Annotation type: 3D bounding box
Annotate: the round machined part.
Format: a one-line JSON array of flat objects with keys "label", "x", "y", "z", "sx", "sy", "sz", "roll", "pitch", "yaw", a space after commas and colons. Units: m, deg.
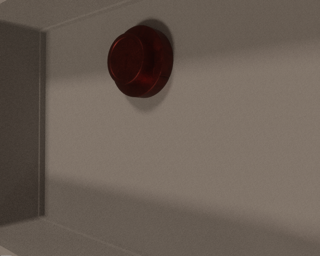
[{"label": "round machined part", "x": -0.034, "y": -0.091, "z": 0.421, "sx": 0.098, "sy": 0.042, "sz": 0.097, "roll": 0, "pitch": 90, "yaw": 39}]
